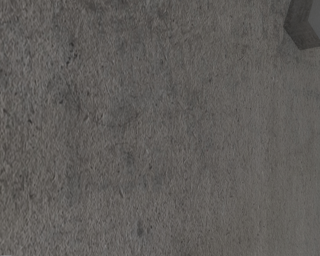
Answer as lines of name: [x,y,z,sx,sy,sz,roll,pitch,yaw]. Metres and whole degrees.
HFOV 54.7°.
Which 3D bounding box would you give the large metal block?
large metal block: [0.308,-0.223,0.646,0.080,0.050,0.080,34,69,-35]
